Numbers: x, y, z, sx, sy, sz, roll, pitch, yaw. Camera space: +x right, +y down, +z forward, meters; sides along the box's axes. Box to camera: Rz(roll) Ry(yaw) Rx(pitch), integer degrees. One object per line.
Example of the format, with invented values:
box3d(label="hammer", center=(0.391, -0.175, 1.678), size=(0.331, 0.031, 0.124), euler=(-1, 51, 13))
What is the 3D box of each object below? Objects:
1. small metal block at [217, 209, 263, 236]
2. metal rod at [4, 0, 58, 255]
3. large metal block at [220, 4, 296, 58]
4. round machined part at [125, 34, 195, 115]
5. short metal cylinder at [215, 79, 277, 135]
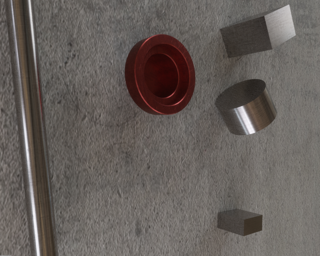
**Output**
box3d(label="small metal block", center=(0.129, 0.151, 0.500), size=(0.050, 0.050, 0.025), euler=(3, 88, -40))
box3d(label="metal rod", center=(-0.125, -0.006, 0.300), size=(0.025, 0.025, 0.298), euler=(-7, 95, -40))
box3d(label="large metal block", center=(0.160, -0.157, 0.506), size=(0.081, 0.080, 0.050), euler=(-33, 111, -35))
box3d(label="round machined part", center=(-0.004, -0.065, 0.392), size=(0.099, 0.042, 0.097), euler=(0, 90, -40))
box3d(label="short metal cylinder", center=(0.134, -0.033, 0.484), size=(0.080, 0.080, 0.050), euler=(-47, 119, -30))
